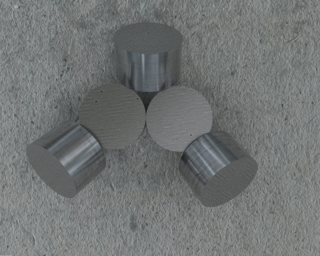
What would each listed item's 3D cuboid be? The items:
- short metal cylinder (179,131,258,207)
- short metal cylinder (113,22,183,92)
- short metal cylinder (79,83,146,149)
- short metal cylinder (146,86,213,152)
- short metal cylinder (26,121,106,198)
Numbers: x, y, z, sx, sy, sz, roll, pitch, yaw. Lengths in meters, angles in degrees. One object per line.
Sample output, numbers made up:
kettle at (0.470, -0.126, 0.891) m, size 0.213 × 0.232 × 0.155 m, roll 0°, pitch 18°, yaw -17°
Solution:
short metal cylinder at (0.070, 0.050, 0.378) m, size 0.080 × 0.080 × 0.050 m, roll -37°, pitch 49°, yaw 0°
short metal cylinder at (-0.014, -0.088, 0.377) m, size 0.081 × 0.080 × 0.050 m, roll 2°, pitch 133°, yaw 0°
short metal cylinder at (-0.057, -0.014, 0.398) m, size 0.081 × 0.050 × 0.080 m, roll 0°, pitch 90°, yaw 0°
short metal cylinder at (0.023, -0.011, 0.398) m, size 0.081 × 0.050 × 0.080 m, roll 0°, pitch 90°, yaw 0°
short metal cylinder at (-0.113, 0.038, 0.376) m, size 0.080 × 0.080 × 0.050 m, roll 46°, pitch 50°, yaw 0°
